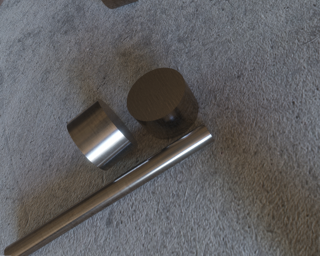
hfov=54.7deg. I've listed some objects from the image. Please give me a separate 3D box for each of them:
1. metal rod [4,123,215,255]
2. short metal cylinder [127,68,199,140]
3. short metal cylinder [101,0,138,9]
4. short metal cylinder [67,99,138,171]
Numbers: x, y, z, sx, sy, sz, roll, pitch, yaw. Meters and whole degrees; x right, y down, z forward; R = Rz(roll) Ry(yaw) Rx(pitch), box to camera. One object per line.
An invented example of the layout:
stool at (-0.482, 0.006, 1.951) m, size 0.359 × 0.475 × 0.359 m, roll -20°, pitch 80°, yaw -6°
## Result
metal rod at (-0.067, 0.085, 0.386) m, size 0.300 × 0.025 × 0.025 m, roll -33°, pitch 52°, yaw 6°
short metal cylinder at (0.004, -0.032, 0.405) m, size 0.080 × 0.050 × 0.080 m, roll -13°, pitch 56°, yaw 21°
short metal cylinder at (-0.079, -0.269, 0.575) m, size 0.050 × 0.080 × 0.080 m, roll -8°, pitch 58°, yaw 24°
short metal cylinder at (-0.073, 0.008, 0.402) m, size 0.050 × 0.080 × 0.080 m, roll -39°, pitch 51°, yaw 2°
